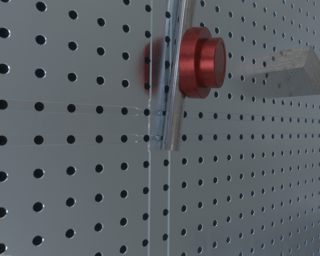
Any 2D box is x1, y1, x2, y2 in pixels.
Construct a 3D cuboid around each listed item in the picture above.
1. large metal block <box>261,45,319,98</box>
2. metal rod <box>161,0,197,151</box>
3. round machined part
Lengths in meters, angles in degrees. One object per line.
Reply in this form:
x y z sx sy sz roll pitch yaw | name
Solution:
0.255 -0.104 0.587 0.080 0.080 0.050 39 66 -33 | large metal block
0.032 -0.117 0.435 0.025 0.025 0.298 11 83 -40 | metal rod
0.063 -0.089 0.426 0.098 0.042 0.097 4 90 -66 | round machined part
